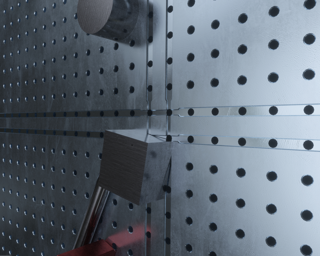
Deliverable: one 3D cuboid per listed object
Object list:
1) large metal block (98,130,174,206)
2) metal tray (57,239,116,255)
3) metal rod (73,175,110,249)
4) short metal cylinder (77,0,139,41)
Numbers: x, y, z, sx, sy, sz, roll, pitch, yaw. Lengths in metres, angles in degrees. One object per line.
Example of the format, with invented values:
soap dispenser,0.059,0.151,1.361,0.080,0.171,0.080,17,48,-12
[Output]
large metal block,-0.034,0.049,0.421,0.080,0.050,0.079,14,99,39
metal tray,-0.125,0.242,0.469,0.030,0.091,0.129,27,107,37
metal rod,-0.121,0.172,0.508,0.025,0.025,0.298,34,111,35
short metal cylinder,-0.077,-0.174,0.457,0.080,0.050,0.079,0,90,40
